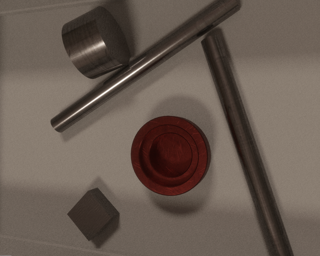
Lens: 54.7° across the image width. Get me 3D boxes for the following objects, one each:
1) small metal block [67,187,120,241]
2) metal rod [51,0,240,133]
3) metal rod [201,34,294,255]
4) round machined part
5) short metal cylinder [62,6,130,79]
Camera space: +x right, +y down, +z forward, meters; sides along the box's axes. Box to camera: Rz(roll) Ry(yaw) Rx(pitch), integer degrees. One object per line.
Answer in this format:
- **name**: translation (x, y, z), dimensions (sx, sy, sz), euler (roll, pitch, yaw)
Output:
- **small metal block**: translation (-0.095, 0.123, 0.443), dimensions (0.050, 0.025, 0.050), euler (46, 104, 14)
- **metal rod**: translation (-0.031, -0.079, 0.420), dimensions (0.300, 0.025, 0.025), euler (-32, 80, 16)
- **metal rod**: translation (0.106, 0.031, 0.372), dimensions (0.025, 0.025, 0.299), euler (-19, 84, 19)
- **round machined part**: translation (0.016, 0.034, 0.395), dimensions (0.098, 0.042, 0.097), euler (0, 90, 19)
- **short metal cylinder**: translation (-0.082, -0.111, 0.409), dimensions (0.050, 0.080, 0.080), euler (-20, 84, 19)
